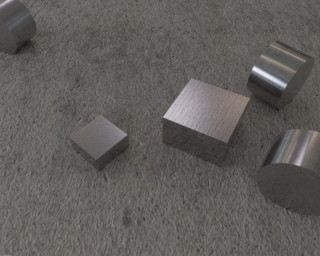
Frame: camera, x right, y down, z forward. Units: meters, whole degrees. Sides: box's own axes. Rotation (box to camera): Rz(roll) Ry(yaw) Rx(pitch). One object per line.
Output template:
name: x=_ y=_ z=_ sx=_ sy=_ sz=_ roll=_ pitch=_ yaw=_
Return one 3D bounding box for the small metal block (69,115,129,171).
small metal block: x=-0.075 y=0.018 z=0.388 sx=0.050 sy=0.025 sz=0.050 roll=35 pitch=58 yaw=25

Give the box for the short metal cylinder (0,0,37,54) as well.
short metal cylinder: x=-0.253 y=-0.170 z=0.508 sx=0.080 sy=0.080 sz=0.050 roll=19 pitch=53 yaw=15

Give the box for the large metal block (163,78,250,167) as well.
large metal block: x=0.058 y=-0.009 z=0.395 sx=0.080 sy=0.050 sz=0.080 roll=23 pitch=54 yaw=18

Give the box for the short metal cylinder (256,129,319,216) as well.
short metal cylinder: x=0.151 y=0.047 z=0.329 sx=0.080 sy=0.080 sz=0.050 roll=25 pitch=55 yaw=19

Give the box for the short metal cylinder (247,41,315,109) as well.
short metal cylinder: x=0.167 y=-0.073 z=0.430 sx=0.080 sy=0.080 sz=0.050 roll=-36 pitch=59 yaw=-26
